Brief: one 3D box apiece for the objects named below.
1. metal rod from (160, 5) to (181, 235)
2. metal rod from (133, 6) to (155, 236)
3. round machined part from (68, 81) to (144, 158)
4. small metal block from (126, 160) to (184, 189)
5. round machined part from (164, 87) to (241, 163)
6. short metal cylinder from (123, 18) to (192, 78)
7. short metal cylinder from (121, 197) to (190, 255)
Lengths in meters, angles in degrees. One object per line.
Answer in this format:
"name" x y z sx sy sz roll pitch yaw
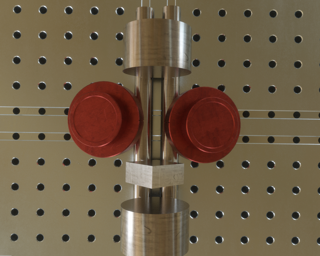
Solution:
"metal rod" 0.013 -0.009 0.412 0.025 0.025 0.298 1 90 0
"metal rod" -0.022 -0.008 0.412 0.025 0.025 0.298 1 90 0
"round machined part" -0.073 -0.011 0.392 0.098 0.042 0.097 0 90 14
"small metal block" -0.006 0.055 0.377 0.050 0.050 0.025 1 90 -42
"round machined part" 0.059 -0.004 0.392 0.099 0.042 0.097 0 90 -15
"short metal cylinder" -0.003 -0.090 0.363 0.081 0.080 0.050 1 90 0
"short metal cylinder" -0.006 0.115 0.364 0.081 0.080 0.050 1 90 0
